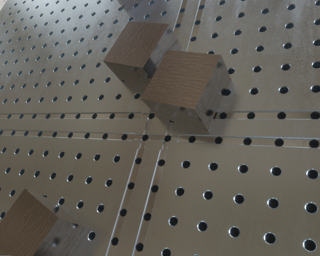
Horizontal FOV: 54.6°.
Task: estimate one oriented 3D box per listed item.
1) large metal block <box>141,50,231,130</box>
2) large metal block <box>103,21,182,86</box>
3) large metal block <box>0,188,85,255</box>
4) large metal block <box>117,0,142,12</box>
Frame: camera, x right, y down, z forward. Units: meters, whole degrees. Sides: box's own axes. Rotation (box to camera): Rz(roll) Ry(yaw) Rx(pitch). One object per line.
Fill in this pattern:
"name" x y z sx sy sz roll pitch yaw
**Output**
"large metal block" 0.035 -0.052 0.406 0.080 0.050 0.080 15 69 34
"large metal block" -0.026 -0.114 0.477 0.080 0.050 0.080 17 71 35
"large metal block" -0.158 0.136 0.393 0.080 0.050 0.080 22 74 36
"large metal block" -0.058 -0.282 0.577 0.080 0.080 0.050 -38 51 3
